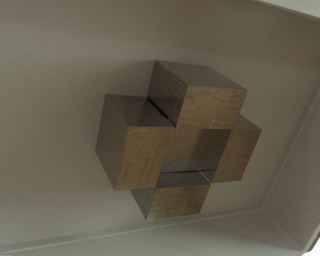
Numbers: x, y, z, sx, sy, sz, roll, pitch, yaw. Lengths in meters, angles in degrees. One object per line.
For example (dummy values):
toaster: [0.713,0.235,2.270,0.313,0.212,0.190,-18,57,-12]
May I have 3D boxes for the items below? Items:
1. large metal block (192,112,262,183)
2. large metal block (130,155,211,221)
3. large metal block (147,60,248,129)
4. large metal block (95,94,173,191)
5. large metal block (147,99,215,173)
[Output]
large metal block: [0.081,0.018,0.427,0.050,0.080,0.079,1,118,-29]
large metal block: [0.008,0.074,0.421,0.081,0.080,0.050,2,118,-29]
large metal block: [0.041,-0.040,0.368,0.081,0.080,0.050,1,118,-29]
large metal block: [-0.035,0.014,0.362,0.050,0.080,0.079,1,118,-29]
large metal block: [0.019,0.010,0.406,0.081,0.050,0.079,1,118,-29]
